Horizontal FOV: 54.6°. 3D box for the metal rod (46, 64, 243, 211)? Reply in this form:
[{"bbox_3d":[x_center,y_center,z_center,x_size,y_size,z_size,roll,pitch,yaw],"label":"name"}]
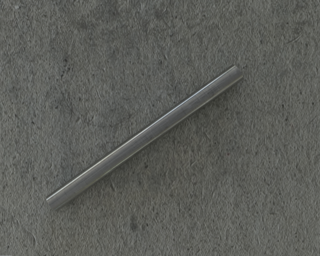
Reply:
[{"bbox_3d":[-0.020,0.013,0.411,0.301,0.025,0.025,-35,90,0],"label":"metal rod"}]
